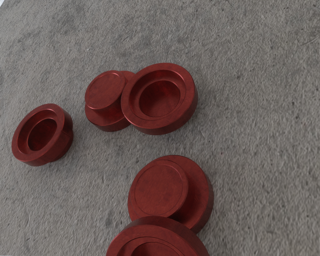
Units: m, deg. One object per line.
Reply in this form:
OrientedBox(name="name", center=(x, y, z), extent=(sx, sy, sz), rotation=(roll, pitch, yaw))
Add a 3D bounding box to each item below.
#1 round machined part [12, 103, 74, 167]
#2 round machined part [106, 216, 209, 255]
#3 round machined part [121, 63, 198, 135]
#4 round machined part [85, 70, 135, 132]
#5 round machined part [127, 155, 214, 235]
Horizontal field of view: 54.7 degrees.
OrientedBox(name="round machined part", center=(-0.173, 0.014, 0.476), extent=(0.098, 0.042, 0.098), rotation=(-13, 56, 21))
OrientedBox(name="round machined part", center=(0.001, 0.129, 0.293), extent=(0.098, 0.042, 0.097), rotation=(3, 99, 19))
OrientedBox(name="round machined part", center=(0.002, -0.034, 0.408), extent=(0.098, 0.042, 0.098), rotation=(-8, 61, 16))
OrientedBox(name="round machined part", center=(-0.071, -0.047, 0.459), extent=(0.098, 0.042, 0.098), rotation=(-13, 56, 21))
OrientedBox(name="round machined part", center=(0.006, 0.074, 0.344), extent=(0.098, 0.042, 0.098), rotation=(-13, 56, 21))
